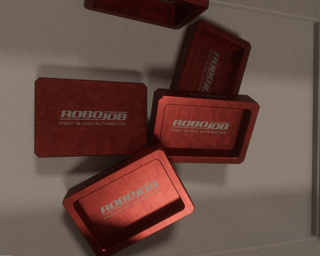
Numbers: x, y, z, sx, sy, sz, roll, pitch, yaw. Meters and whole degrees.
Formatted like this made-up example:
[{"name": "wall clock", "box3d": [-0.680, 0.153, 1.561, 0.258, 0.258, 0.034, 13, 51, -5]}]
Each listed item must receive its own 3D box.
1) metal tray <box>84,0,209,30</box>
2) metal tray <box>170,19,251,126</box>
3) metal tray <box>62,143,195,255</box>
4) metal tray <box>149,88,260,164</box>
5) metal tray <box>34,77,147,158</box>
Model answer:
[{"name": "metal tray", "box3d": [-0.018, -0.158, 0.369, 0.131, 0.090, 0.030, 6, 88, -20]}, {"name": "metal tray", "box3d": [0.068, -0.073, 0.434, 0.091, 0.030, 0.129, 19, 84, -20]}, {"name": "metal tray", "box3d": [-0.036, 0.088, 0.373, 0.130, 0.030, 0.090, -28, 102, 0]}, {"name": "metal tray", "box3d": [0.053, 0.000, 0.400, 0.131, 0.030, 0.089, 3, 115, -13]}, {"name": "metal tray", "box3d": [-0.082, -0.012, 0.378, 0.131, 0.030, 0.089, 0, 90, -21]}]
